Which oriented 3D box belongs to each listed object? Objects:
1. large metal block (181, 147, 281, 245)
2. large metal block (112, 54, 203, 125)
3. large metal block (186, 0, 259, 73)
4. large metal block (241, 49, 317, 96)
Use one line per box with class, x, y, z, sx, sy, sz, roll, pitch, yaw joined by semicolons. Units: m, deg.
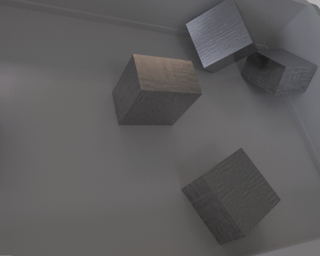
large metal block;0.088;0.083;0.386;0.081;0.050;0.080;-27;77;-37
large metal block;-0.007;-0.044;0.394;0.081;0.080;0.050;0;62;-28
large metal block;0.100;-0.145;0.496;0.050;0.080;0.080;1;66;-63
large metal block;0.205;-0.099;0.538;0.081;0.050;0.080;-8;36;-31
